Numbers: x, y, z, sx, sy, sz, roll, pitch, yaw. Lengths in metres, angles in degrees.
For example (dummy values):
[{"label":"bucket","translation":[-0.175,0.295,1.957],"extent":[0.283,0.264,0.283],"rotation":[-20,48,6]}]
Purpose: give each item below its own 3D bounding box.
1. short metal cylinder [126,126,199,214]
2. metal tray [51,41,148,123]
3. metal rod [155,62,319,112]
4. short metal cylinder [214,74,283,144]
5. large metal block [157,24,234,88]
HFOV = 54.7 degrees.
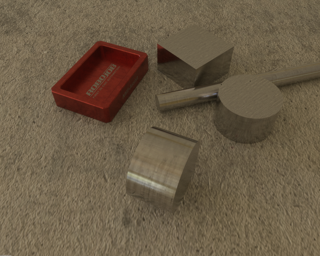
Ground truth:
[{"label":"short metal cylinder","translation":[0.005,0.044,0.331],"extent":[0.050,0.080,0.080],"rotation":[19,53,15]},{"label":"metal tray","translation":[-0.084,-0.074,0.461],"extent":[0.090,0.030,0.130],"rotation":[19,52,15]},{"label":"metal rod","translation":[0.141,-0.067,0.460],"extent":[0.302,0.025,0.025],"rotation":[-13,51,-11]},{"label":"short metal cylinder","translation":[0.114,-0.026,0.410],"extent":[0.081,0.050,0.080],"rotation":[0,50,0]},{"label":"large metal block","translation":[0.053,-0.107,0.478],"extent":[0.080,0.050,0.080],"rotation":[-34,58,-25]}]
